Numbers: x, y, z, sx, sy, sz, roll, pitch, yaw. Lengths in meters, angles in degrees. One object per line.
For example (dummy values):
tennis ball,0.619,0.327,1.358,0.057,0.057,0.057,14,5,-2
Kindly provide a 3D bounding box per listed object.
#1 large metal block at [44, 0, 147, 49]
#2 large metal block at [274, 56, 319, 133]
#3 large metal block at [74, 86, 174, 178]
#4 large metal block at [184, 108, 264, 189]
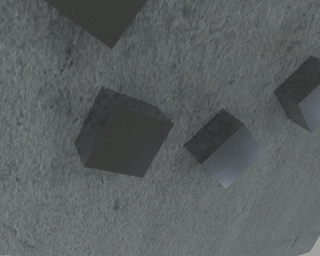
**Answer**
large metal block,-0.058,-0.132,0.278,0.080,0.050,0.080,31,101,-38
large metal block,0.241,-0.053,0.493,0.080,0.050,0.080,-44,130,2
large metal block,-0.044,0.007,0.372,0.081,0.050,0.080,18,109,-36
large metal block,0.097,0.032,0.466,0.080,0.050,0.080,-44,130,2
